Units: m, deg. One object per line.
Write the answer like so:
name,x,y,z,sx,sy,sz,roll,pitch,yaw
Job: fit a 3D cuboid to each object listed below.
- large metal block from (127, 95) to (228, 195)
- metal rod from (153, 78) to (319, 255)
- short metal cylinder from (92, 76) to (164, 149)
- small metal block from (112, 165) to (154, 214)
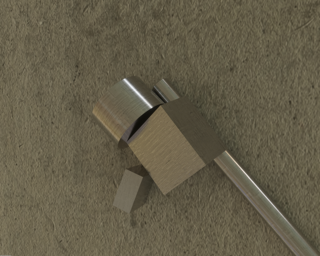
large metal block,0.018,0.021,0.371,0.080,0.050,0.080,53,132,10
metal rod,0.093,0.056,0.375,0.025,0.025,0.300,-43,77,15
short metal cylinder,-0.038,-0.019,0.392,0.050,0.080,0.080,47,104,14
small metal block,-0.032,0.078,0.406,0.025,0.050,0.050,23,98,18
